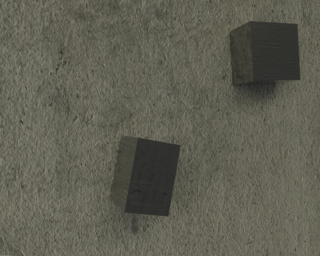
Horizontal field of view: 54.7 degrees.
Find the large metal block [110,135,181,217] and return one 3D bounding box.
[{"bbox_3d":[-0.021,0.054,0.372,0.050,0.080,0.080,11,86,-20],"label":"large metal block"}]

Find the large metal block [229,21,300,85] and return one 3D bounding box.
[{"bbox_3d":[0.152,-0.106,0.451,0.081,0.050,0.079,-4,92,-20],"label":"large metal block"}]
